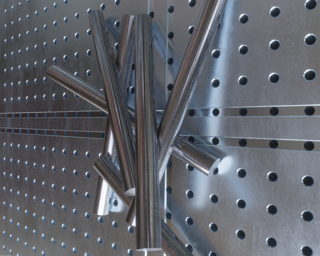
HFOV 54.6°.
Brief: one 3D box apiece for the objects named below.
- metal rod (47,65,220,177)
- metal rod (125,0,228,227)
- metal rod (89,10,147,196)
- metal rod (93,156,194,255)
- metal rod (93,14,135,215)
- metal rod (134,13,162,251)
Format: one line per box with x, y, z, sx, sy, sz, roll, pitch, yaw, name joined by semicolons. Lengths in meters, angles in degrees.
-0.053;-0.022;0.426;0.300;0.025;0.025;30;109;27;metal rod
0.021;-0.028;0.360;0.025;0.025;0.299;23;94;38;metal rod
-0.064;-0.054;0.416;0.025;0.025;0.299;-39;53;33;metal rod
0.011;0.143;0.386;0.300;0.025;0.025;44;116;26;metal rod
-0.067;-0.014;0.465;0.025;0.025;0.298;17;101;39;metal rod
-0.017;-0.018;0.362;0.025;0.025;0.299;-26;54;37;metal rod
